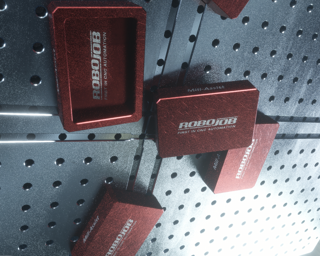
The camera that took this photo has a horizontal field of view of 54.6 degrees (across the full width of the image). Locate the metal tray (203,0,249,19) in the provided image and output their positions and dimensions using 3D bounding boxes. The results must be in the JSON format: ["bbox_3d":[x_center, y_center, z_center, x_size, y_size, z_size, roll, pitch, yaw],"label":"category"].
[{"bbox_3d":[0.059,-0.189,0.323,0.131,0.030,0.090,26,104,-37],"label":"metal tray"}]

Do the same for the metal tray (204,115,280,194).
[{"bbox_3d":[0.131,0.043,0.505,0.091,0.030,0.129,-2,119,-28],"label":"metal tray"}]

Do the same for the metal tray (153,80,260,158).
[{"bbox_3d":[0.059,-0.011,0.410,0.131,0.030,0.089,-7,123,-7],"label":"metal tray"}]

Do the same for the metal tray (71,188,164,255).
[{"bbox_3d":[-0.064,0.158,0.470,0.091,0.030,0.129,21,107,-36],"label":"metal tray"}]

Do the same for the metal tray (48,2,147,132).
[{"bbox_3d":[-0.064,-0.064,0.332,0.091,0.030,0.129,-10,123,-23],"label":"metal tray"}]
